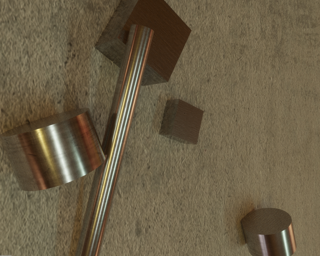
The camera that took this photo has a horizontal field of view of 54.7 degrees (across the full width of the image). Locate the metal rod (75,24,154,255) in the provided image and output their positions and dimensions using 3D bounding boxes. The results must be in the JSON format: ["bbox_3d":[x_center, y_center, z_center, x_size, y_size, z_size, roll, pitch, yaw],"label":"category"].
[{"bbox_3d":[-0.054,0.042,0.326,0.025,0.025,0.298,12,93,-40],"label":"metal rod"}]

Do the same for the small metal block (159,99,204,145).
[{"bbox_3d":[0.031,-0.008,0.433,0.050,0.025,0.050,22,76,-38],"label":"small metal block"}]

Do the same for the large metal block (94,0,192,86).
[{"bbox_3d":[-0.018,-0.109,0.375,0.080,0.050,0.080,37,67,-34],"label":"large metal block"}]

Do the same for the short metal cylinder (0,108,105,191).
[{"bbox_3d":[-0.098,0.017,0.288,0.081,0.080,0.050,-25,106,-37],"label":"short metal cylinder"}]

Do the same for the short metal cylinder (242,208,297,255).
[{"bbox_3d":[0.186,0.180,0.529,0.081,0.080,0.050,-25,106,-38],"label":"short metal cylinder"}]
